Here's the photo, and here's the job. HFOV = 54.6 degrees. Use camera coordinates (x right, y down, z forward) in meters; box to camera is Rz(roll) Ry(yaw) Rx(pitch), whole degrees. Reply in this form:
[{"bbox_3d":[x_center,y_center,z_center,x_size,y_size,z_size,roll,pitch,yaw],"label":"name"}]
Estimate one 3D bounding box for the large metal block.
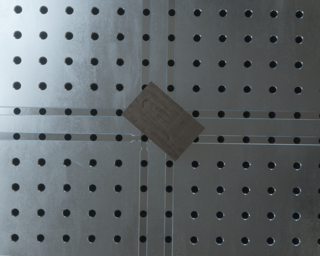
[{"bbox_3d":[0.004,-0.008,0.386,0.080,0.080,0.050,41,90,-1],"label":"large metal block"}]
